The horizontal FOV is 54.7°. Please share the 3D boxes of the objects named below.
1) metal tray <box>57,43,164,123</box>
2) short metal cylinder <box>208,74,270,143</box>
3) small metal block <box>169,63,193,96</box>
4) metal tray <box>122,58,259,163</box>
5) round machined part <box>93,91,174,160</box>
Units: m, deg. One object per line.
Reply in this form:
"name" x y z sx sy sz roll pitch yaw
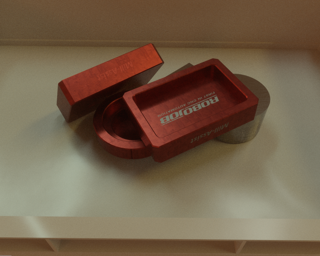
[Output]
"metal tray" -0.067 -0.058 0.406 0.131 0.090 0.030 -29 88 -23
"short metal cylinder" 0.098 -0.027 0.410 0.081 0.050 0.080 0 50 0
"small metal block" 0.031 -0.055 0.433 0.050 0.050 0.025 -35 59 -28
"metal tray" 0.034 -0.025 0.359 0.131 0.030 0.090 -24 53 -14
"round machined part" -0.032 0.000 0.393 0.099 0.042 0.098 0 50 0
